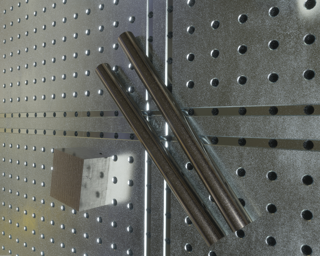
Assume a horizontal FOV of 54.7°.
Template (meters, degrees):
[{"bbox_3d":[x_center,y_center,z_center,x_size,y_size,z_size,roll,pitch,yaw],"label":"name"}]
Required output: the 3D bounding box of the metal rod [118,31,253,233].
[{"bbox_3d":[0.020,-0.012,0.392,0.025,0.025,0.299,-45,63,31],"label":"metal rod"}]

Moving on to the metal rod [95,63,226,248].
[{"bbox_3d":[-0.012,0.019,0.418,0.025,0.025,0.299,-50,61,28],"label":"metal rod"}]

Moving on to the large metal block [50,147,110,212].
[{"bbox_3d":[-0.130,0.079,0.501,0.080,0.050,0.079,12,97,39],"label":"large metal block"}]
